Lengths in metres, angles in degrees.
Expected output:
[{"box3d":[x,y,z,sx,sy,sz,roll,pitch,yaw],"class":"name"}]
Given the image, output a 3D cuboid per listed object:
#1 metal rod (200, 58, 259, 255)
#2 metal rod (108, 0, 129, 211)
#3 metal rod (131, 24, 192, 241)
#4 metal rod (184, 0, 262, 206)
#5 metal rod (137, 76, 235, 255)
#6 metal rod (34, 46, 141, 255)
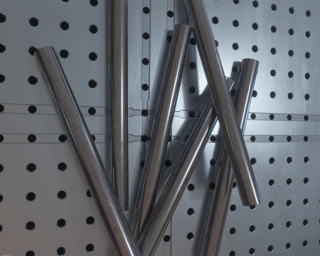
[{"box3d":[0.101,0.046,0.449,0.025,0.025,0.299,15,85,-20],"class":"metal rod"},{"box3d":[-0.053,-0.046,0.392,0.025,0.025,0.298,0,90,-20],"class":"metal rod"},{"box3d":[0.001,0.009,0.412,0.025,0.025,0.299,14,85,-20],"class":"metal rod"},{"box3d":[0.080,-0.047,0.412,0.025,0.025,0.299,-13,84,-20],"class":"metal rod"},{"box3d":[0.029,0.059,0.406,0.025,0.025,0.300,33,73,-17],"class":"metal rod"},{"box3d":[-0.076,0.047,0.353,0.025,0.025,0.299,-22,86,-19],"class":"metal rod"}]
